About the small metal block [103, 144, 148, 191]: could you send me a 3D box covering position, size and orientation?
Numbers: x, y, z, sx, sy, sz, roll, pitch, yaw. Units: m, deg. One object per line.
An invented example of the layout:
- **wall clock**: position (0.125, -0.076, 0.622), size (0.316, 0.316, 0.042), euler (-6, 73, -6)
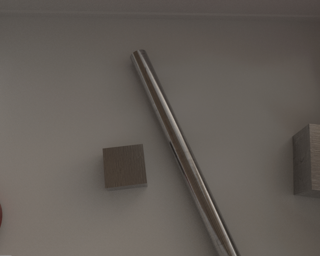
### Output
- **small metal block**: position (-0.044, 0.050, 0.391), size (0.050, 0.025, 0.050), euler (-7, 70, -3)

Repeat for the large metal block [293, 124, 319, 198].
- **large metal block**: position (0.215, 0.045, 0.383), size (0.080, 0.050, 0.080), euler (7, 70, 2)

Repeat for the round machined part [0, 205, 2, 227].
- **round machined part**: position (-0.237, 0.104, 0.348), size (0.099, 0.042, 0.098), euler (1, 56, -1)

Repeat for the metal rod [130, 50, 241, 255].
- **metal rod**: position (0.026, 0.025, 0.400), size (0.025, 0.025, 0.299), euler (-21, 72, -8)
